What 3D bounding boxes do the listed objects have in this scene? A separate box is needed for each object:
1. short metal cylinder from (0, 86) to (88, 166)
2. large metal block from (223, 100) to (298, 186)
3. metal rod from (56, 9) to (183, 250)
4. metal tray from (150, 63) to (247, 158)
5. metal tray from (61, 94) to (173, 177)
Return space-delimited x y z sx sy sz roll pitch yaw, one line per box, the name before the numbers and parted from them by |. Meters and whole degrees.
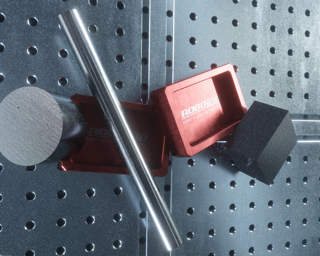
short metal cylinder | -0.126 -0.001 0.333 0.080 0.050 0.080 -1 86 15
large metal block | 0.143 0.022 0.433 0.080 0.050 0.080 -53 137 -12
metal rod | -0.043 0.010 0.365 0.025 0.025 0.299 -27 99 -18
metal tray | 0.058 -0.026 0.411 0.131 0.030 0.090 -25 99 -35
metal tray | -0.052 0.011 0.390 0.131 0.030 0.089 7 88 -20
